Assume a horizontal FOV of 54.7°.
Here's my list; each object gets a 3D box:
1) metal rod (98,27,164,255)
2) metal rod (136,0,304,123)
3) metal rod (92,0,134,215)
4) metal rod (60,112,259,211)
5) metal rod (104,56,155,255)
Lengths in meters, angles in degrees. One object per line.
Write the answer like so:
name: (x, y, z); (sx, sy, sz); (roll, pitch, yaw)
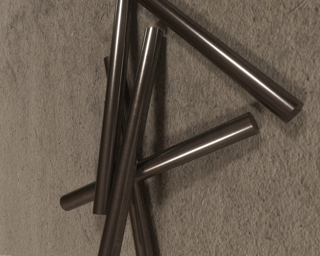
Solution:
metal rod: (-0.035, 0.017, 0.382); (0.025, 0.025, 0.299); (1, 76, 39)
metal rod: (0.041, -0.112, 0.369); (0.300, 0.025, 0.025); (48, 118, 29)
metal rod: (-0.061, -0.039, 0.414); (0.025, 0.025, 0.299); (-6, 74, 39)
metal rod: (-0.021, 0.053, 0.393); (0.300, 0.025, 0.025); (-26, 74, 28)
metal rod: (-0.044, 0.041, 0.439); (0.025, 0.025, 0.298); (-17, 79, 38)
